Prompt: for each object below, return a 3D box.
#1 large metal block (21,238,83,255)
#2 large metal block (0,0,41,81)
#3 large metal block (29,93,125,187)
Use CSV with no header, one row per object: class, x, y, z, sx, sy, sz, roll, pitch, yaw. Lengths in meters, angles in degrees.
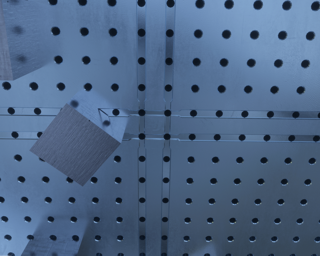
large metal block,-0.164,0.220,0.479,0.081,0.050,0.079,2,110,-1
large metal block,-0.177,-0.101,0.344,0.050,0.080,0.079,1,110,-1
large metal block,-0.105,0.015,0.404,0.080,0.050,0.080,38,105,-13
